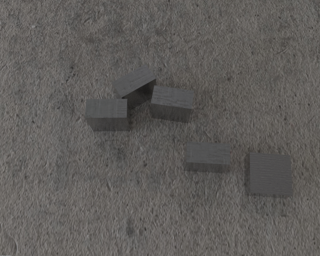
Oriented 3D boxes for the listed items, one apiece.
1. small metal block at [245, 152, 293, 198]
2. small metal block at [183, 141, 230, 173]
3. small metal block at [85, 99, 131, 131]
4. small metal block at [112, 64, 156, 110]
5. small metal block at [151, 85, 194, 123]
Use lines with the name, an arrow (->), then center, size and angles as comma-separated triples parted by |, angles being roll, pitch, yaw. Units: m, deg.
small metal block -> 0.135, 0.059, 0.387 | 0.050, 0.025, 0.050 | 5, 70, 1
small metal block -> 0.056, 0.037, 0.382 | 0.050, 0.050, 0.025 | 3, 70, 1
small metal block -> -0.065, -0.016, 0.400 | 0.050, 0.050, 0.025 | 0, 70, 0
small metal block -> -0.033, -0.052, 0.413 | 0.050, 0.050, 0.025 | -31, 73, -11
small metal block -> 0.016, -0.030, 0.406 | 0.050, 0.050, 0.025 | 8, 71, 3
